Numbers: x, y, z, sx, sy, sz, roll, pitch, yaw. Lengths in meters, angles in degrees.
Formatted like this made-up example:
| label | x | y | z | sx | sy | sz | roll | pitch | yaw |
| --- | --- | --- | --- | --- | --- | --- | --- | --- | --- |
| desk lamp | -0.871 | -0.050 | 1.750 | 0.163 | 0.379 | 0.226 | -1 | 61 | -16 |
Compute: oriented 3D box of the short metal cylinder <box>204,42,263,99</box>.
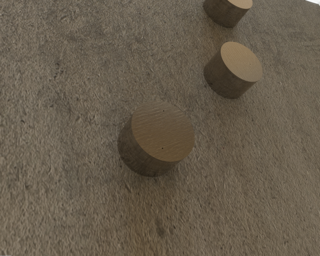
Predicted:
| label | x | y | z | sx | sy | sz | roll | pitch | yaw |
| --- | --- | --- | --- | --- | --- | --- | --- | --- | --- |
| short metal cylinder | 0.120 | -0.094 | 0.509 | 0.081 | 0.050 | 0.080 | 14 | 56 | -21 |

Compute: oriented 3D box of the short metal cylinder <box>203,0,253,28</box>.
| label | x | y | z | sx | sy | sz | roll | pitch | yaw |
| --- | --- | --- | --- | --- | --- | --- | --- | --- | --- |
| short metal cylinder | 0.133 | -0.245 | 0.608 | 0.081 | 0.050 | 0.080 | 14 | 56 | -21 |

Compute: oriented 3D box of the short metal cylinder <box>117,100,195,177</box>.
| label | x | y | z | sx | sy | sz | roll | pitch | yaw |
| --- | --- | --- | --- | --- | --- | --- | --- | --- | --- |
| short metal cylinder | -0.005 | 0.013 | 0.376 | 0.081 | 0.050 | 0.080 | 14 | 56 | -21 |
